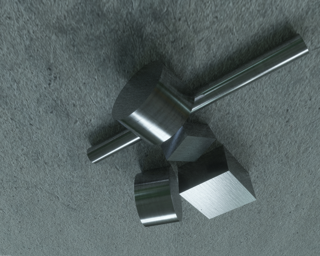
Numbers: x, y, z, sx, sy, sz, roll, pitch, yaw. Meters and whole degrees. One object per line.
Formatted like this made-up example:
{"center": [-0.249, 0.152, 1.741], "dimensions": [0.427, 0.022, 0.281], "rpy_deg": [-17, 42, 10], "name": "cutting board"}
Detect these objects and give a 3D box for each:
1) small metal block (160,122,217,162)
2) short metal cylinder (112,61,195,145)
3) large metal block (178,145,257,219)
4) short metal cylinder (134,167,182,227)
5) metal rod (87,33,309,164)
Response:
{"center": [0.037, 0.019, 0.413], "dimensions": [0.050, 0.025, 0.050], "rpy_deg": [7, 134, -36], "name": "small metal block"}
{"center": [-0.008, -0.028, 0.347], "dimensions": [0.080, 0.080, 0.050], "rpy_deg": [-37, 121, 27], "name": "short metal cylinder"}
{"center": [0.083, 0.082, 0.462], "dimensions": [0.080, 0.050, 0.080], "rpy_deg": [-31, 124, 23], "name": "large metal block"}
{"center": [-0.001, 0.101, 0.457], "dimensions": [0.050, 0.080, 0.080], "rpy_deg": [-13, 129, 10], "name": "short metal cylinder"}
{"center": [0.029, -0.026, 0.385], "dimensions": [0.300, 0.025, 0.025], "rpy_deg": [-28, 125, 21], "name": "metal rod"}
